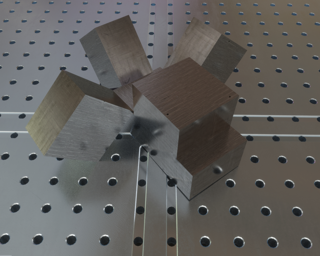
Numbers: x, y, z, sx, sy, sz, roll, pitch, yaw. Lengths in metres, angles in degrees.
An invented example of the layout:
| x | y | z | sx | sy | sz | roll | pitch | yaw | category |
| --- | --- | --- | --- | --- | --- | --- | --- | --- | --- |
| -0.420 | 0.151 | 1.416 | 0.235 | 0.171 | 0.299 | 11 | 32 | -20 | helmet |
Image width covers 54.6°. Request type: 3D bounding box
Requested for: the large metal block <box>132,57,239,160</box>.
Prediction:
| x | y | z | sx | sy | sz | roll | pitch | yaw | category |
| --- | --- | --- | --- | --- | --- | --- | --- | --- | --- |
| 0.026 | -0.025 | 0.346 | 0.080 | 0.050 | 0.080 | -29 | 57 | -24 | large metal block |

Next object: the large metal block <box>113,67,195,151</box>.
| x | y | z | sx | sy | sz | roll | pitch | yaw | category |
| --- | --- | --- | --- | --- | --- | --- | --- | --- | --- |
| -0.007 | -0.026 | 0.414 | 0.080 | 0.050 | 0.080 | -31 | 57 | -23 | large metal block |

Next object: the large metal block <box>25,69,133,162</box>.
| x | y | z | sx | sy | sz | roll | pitch | yaw | category |
| --- | --- | --- | --- | --- | --- | --- | --- | --- | --- |
| -0.091 | -0.010 | 0.360 | 0.050 | 0.080 | 0.080 | 44 | 104 | 31 | large metal block |

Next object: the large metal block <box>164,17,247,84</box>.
| x | y | z | sx | sy | sz | roll | pitch | yaw | category |
| --- | --- | --- | --- | --- | --- | --- | --- | --- | --- |
| 0.063 | -0.095 | 0.432 | 0.050 | 0.080 | 0.080 | 44 | 23 | 31 | large metal block |

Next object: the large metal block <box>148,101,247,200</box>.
| x | y | z | sx | sy | sz | roll | pitch | yaw | category |
| --- | --- | --- | --- | --- | --- | --- | --- | --- | --- |
| 0.042 | 0.024 | 0.371 | 0.080 | 0.050 | 0.080 | -29 | 55 | -23 | large metal block |

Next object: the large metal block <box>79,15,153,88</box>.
| x | y | z | sx | sy | sz | roll | pitch | yaw | category |
| --- | --- | --- | --- | --- | --- | --- | --- | --- | --- |
| -0.064 | -0.103 | 0.438 | 0.050 | 0.080 | 0.080 | -31 | 17 | -23 | large metal block |
